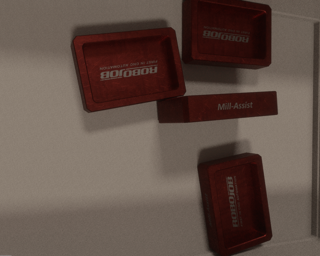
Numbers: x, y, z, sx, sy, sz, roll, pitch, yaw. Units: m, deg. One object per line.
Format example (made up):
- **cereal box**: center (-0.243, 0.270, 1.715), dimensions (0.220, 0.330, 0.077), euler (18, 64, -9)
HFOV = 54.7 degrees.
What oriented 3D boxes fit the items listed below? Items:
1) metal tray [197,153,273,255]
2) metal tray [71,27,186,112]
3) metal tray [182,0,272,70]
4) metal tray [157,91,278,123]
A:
- **metal tray**: center (0.110, 0.108, 0.450), dimensions (0.091, 0.030, 0.129), euler (-10, 94, -20)
- **metal tray**: center (-0.038, -0.074, 0.394), dimensions (0.131, 0.030, 0.089), euler (-12, 94, -20)
- **metal tray**: center (0.098, -0.135, 0.445), dimensions (0.131, 0.030, 0.089), euler (0, 90, -21)
- **metal tray**: center (0.073, -0.026, 0.404), dimensions (0.131, 0.090, 0.030), euler (-5, 92, -20)
